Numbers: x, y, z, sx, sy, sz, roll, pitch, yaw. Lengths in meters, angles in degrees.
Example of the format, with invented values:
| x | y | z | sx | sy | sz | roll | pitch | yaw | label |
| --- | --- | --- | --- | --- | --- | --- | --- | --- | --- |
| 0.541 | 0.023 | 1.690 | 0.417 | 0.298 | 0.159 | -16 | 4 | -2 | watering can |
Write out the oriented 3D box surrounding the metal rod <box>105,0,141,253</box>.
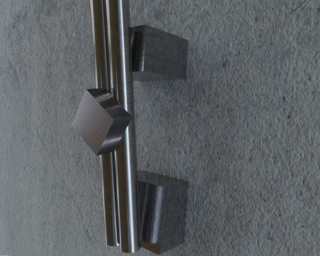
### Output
| x | y | z | sx | sy | sz | roll | pitch | yaw | label |
| --- | --- | --- | --- | --- | --- | --- | --- | --- | --- |
| -0.040 | -0.007 | 0.345 | 0.025 | 0.025 | 0.298 | 4 | 100 | 40 | metal rod |

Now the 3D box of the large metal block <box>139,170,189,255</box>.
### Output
| x | y | z | sx | sy | sz | roll | pitch | yaw | label |
| --- | --- | --- | --- | --- | --- | --- | --- | --- | --- |
| -0.013 | 0.103 | 0.400 | 0.080 | 0.050 | 0.079 | 6 | 94 | 39 | large metal block |

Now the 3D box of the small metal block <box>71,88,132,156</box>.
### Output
| x | y | z | sx | sy | sz | roll | pitch | yaw | label |
| --- | --- | --- | --- | --- | --- | --- | --- | --- | --- |
| -0.063 | -0.007 | 0.331 | 0.050 | 0.025 | 0.050 | 46 | 123 | 24 | small metal block |

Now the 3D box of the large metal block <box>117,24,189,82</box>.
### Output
| x | y | z | sx | sy | sz | roll | pitch | yaw | label |
| --- | --- | --- | --- | --- | --- | --- | --- | --- | --- |
| -0.021 | -0.089 | 0.389 | 0.080 | 0.081 | 0.050 | 5 | 93 | 40 | large metal block |

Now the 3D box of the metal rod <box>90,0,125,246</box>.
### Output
| x | y | z | sx | sy | sz | roll | pitch | yaw | label |
| --- | --- | --- | --- | --- | --- | --- | --- | --- | --- |
| -0.060 | -0.009 | 0.361 | 0.025 | 0.025 | 0.298 | 4 | 100 | 40 | metal rod |
